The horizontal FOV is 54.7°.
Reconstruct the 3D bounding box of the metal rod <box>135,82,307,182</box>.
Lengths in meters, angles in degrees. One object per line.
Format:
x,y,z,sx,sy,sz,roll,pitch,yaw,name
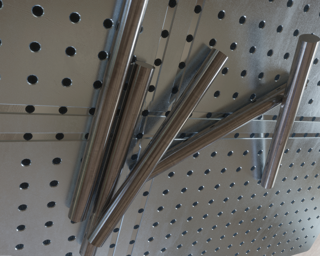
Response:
0.095,0.000,0.465,0.302,0.025,0.025,-29,129,-11,metal rod

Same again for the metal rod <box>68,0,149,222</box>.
-0.067,-0.010,0.369,0.025,0.025,0.298,5,116,-31,metal rod

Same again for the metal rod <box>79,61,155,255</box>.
-0.063,0.057,0.413,0.025,0.025,0.298,5,116,-31,metal rod

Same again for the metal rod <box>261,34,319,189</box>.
0.198,-0.004,0.493,0.025,0.025,0.298,-20,135,-17,metal rod

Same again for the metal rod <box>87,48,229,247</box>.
-0.005,0.029,0.408,0.025,0.025,0.299,30,96,-38,metal rod
